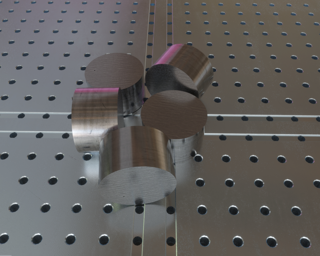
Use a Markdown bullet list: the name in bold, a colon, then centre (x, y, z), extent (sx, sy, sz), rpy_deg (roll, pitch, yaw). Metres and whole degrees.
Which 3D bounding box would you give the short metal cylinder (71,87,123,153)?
- **short metal cylinder**: centre (-0.073, -0.010, 0.381), extent (0.050, 0.080, 0.080), rpy_deg (-1, 50, -2)

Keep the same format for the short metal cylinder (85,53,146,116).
- **short metal cylinder**: centre (-0.062, -0.063, 0.443), extent (0.080, 0.050, 0.080), rpy_deg (0, 50, 1)

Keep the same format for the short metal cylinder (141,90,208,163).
- **short metal cylinder**: centre (0.017, -0.002, 0.393), extent (0.081, 0.050, 0.080), rpy_deg (1, 50, 0)

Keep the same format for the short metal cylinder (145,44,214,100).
- **short metal cylinder**: centre (0.027, -0.068, 0.429), extent (0.080, 0.080, 0.050), rpy_deg (23, 53, 18)

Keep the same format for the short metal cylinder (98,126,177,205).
- **short metal cylinder**: centre (-0.025, 0.042, 0.335), extent (0.081, 0.080, 0.050), rpy_deg (-5, 51, -4)
